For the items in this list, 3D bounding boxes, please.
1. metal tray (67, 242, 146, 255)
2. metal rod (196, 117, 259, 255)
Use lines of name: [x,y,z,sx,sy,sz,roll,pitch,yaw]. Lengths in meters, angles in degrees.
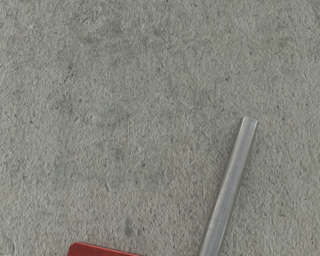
metal tray: [-0.067,0.198,0.332,0.091,0.030,0.130,11,70,3]
metal rod: [0.065,0.123,0.364,0.025,0.025,0.300,20,71,7]
